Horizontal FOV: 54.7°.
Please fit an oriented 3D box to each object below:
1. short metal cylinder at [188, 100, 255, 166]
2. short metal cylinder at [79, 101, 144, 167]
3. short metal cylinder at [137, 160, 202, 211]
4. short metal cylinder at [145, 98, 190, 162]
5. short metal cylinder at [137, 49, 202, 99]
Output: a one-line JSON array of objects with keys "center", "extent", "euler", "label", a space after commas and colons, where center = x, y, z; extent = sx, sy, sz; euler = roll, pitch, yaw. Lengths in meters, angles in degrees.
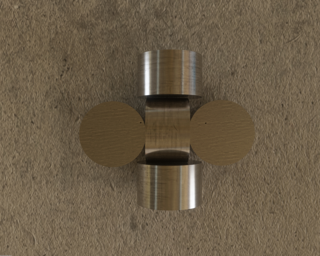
[{"center": [0.074, 0.005, 0.399], "extent": [0.081, 0.050, 0.080], "euler": [0, 90, 0], "label": "short metal cylinder"}, {"center": [-0.057, 0.007, 0.398], "extent": [0.081, 0.050, 0.080], "euler": [0, 90, -1], "label": "short metal cylinder"}, {"center": [0.012, 0.067, 0.384], "extent": [0.081, 0.080, 0.050], "euler": [0, 90, 0], "label": "short metal cylinder"}, {"center": [0.009, 0.002, 0.384], "extent": [0.050, 0.080, 0.080], "euler": [0, 90, 0], "label": "short metal cylinder"}, {"center": [0.012, -0.063, 0.384], "extent": [0.081, 0.080, 0.050], "euler": [0, 90, 0], "label": "short metal cylinder"}]
